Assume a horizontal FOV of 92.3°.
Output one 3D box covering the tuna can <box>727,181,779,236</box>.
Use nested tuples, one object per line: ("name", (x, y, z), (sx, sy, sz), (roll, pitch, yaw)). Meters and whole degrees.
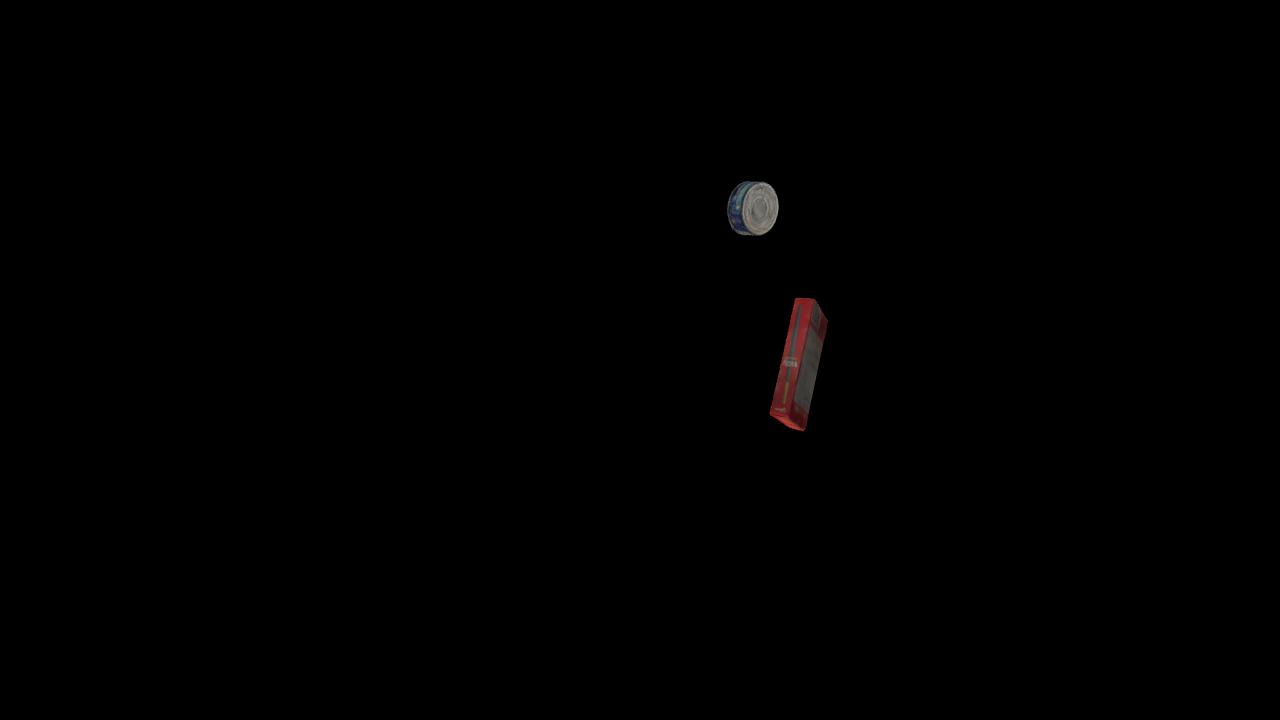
("tuna can", (0.179, -0.238, 0.969), (0.084, 0.084, 0.034), (0, 12, -35))

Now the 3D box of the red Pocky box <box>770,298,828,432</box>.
("red Pocky box", (0.202, 0.006, 0.779), (0.028, 0.155, 0.083), (9, -12, 30))
